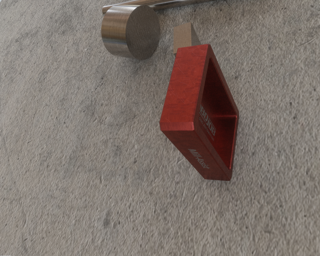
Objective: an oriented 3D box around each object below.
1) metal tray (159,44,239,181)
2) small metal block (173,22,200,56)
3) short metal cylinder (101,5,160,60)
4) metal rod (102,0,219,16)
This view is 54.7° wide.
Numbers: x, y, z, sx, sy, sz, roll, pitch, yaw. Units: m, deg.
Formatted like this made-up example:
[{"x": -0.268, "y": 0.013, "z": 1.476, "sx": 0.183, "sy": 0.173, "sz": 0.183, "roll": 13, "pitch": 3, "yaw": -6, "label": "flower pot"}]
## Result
[{"x": 0.048, "y": -0.009, "z": 0.316, "sx": 0.030, "sy": 0.130, "sz": 0.090, "roll": -1, "pitch": 62, "yaw": 28, "label": "metal tray"}, {"x": 0.040, "y": -0.109, "z": 0.433, "sx": 0.025, "sy": 0.050, "sz": 0.050, "roll": -12, "pitch": 57, "yaw": 22, "label": "small metal block"}, {"x": -0.044, "y": -0.149, "z": 0.481, "sx": 0.050, "sy": 0.080, "sz": 0.080, "roll": 17, "pitch": 71, "yaw": 34, "label": "short metal cylinder"}, {"x": 0.030, "y": -0.216, "z": 0.518, "sx": 0.300, "sy": 0.025, "sz": 0.025, "roll": 2, "pitch": 63, "yaw": 28, "label": "metal rod"}]
